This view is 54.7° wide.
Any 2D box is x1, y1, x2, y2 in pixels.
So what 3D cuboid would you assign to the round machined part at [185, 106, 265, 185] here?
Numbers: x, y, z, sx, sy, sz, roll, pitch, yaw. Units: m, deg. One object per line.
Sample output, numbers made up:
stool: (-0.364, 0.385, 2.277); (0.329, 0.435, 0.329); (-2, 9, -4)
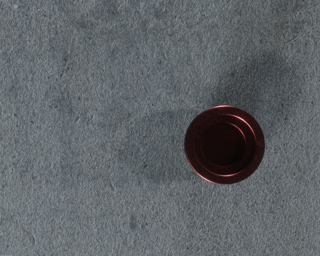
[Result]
round machined part: (0.080, 0.021, 0.402); (0.099, 0.042, 0.097); (0, 90, 0)
